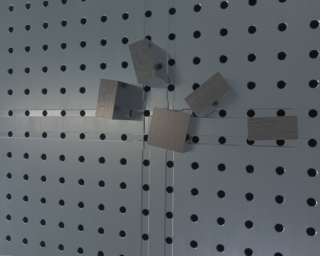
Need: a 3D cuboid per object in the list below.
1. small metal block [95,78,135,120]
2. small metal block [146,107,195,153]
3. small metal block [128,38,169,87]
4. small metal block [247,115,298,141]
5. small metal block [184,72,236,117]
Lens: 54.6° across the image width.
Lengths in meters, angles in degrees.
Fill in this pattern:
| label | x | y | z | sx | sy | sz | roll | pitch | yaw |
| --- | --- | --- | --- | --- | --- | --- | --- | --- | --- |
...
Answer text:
| label | x | y | z | sx | sy | sz | roll | pitch | yaw |
| --- | --- | --- | --- | --- | --- | --- | --- | --- | --- |
| small metal block | -0.060 | -0.038 | 0.421 | 0.025 | 0.050 | 0.050 | 11 | 94 | 20 |
| small metal block | 0.015 | 0.002 | 0.408 | 0.050 | 0.025 | 0.050 | 13 | 94 | 19 |
| small metal block | -0.013 | -0.083 | 0.404 | 0.025 | 0.050 | 0.050 | -16 | 85 | 19 |
| small metal block | 0.128 | 0.000 | 0.354 | 0.050 | 0.050 | 0.025 | -2 | 89 | 20 |
| small metal block | 0.063 | -0.039 | 0.377 | 0.050 | 0.050 | 0.025 | -38 | 78 | 16 |
